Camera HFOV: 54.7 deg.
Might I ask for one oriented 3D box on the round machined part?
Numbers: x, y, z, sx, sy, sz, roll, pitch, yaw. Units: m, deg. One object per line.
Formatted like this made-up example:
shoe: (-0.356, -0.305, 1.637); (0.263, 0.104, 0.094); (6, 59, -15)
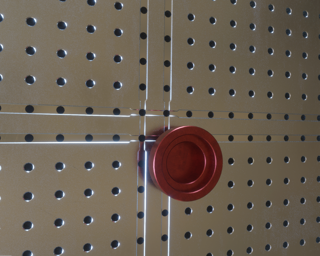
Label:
round machined part: (0.031, 0.046, 0.416); (0.099, 0.042, 0.097); (0, 90, -21)
